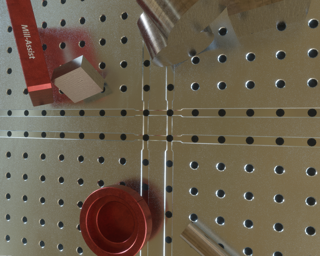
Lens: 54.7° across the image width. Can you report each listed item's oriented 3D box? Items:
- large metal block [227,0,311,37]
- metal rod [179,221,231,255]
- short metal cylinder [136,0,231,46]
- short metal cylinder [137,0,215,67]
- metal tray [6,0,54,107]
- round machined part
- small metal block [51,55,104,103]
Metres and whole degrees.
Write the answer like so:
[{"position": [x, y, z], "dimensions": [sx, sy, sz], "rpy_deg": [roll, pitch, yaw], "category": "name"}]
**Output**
[{"position": [0.117, -0.146, 0.342], "dimensions": [0.080, 0.080, 0.050], "rpy_deg": [-10, 87, 19], "category": "large metal block"}, {"position": [0.146, 0.220, 0.360], "dimensions": [0.300, 0.025, 0.025], "rpy_deg": [39, 102, 15], "category": "metal rod"}, {"position": [0.025, -0.126, 0.298], "dimensions": [0.080, 0.080, 0.050], "rpy_deg": [-38, 84, 16], "category": "short metal cylinder"}, {"position": [0.019, -0.116, 0.377], "dimensions": [0.080, 0.080, 0.050], "rpy_deg": [-25, 82, 18], "category": "short metal cylinder"}, {"position": [-0.184, -0.104, 0.443], "dimensions": [0.030, 0.090, 0.129], "rpy_deg": [-14, 84, -19], "category": "metal tray"}, {"position": [-0.056, 0.126, 0.423], "dimensions": [0.098, 0.042, 0.097], "rpy_deg": [0, 90, 20], "category": "round machined part"}, {"position": [-0.115, -0.068, 0.437], "dimensions": [0.050, 0.050, 0.025], "rpy_deg": [-20, 48, 19], "category": "small metal block"}]
